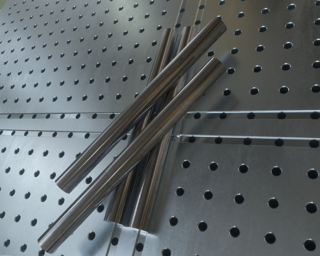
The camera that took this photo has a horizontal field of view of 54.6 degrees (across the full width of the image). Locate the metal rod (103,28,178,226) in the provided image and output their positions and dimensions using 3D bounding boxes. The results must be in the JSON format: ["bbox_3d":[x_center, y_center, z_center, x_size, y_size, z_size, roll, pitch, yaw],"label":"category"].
[{"bbox_3d":[-0.020,-0.018,0.431,0.025,0.025,0.300,1,62,29],"label":"metal rod"}]

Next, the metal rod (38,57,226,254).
[{"bbox_3d":[-0.030,0.029,0.375,0.300,0.025,0.025,-46,51,-5],"label":"metal rod"}]

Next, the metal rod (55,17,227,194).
[{"bbox_3d":[-0.022,-0.033,0.410,0.300,0.025,0.025,-46,51,-5],"label":"metal rod"}]

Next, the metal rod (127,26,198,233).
[{"bbox_3d":[0.010,-0.016,0.414,0.025,0.025,0.300,1,62,29],"label":"metal rod"}]
